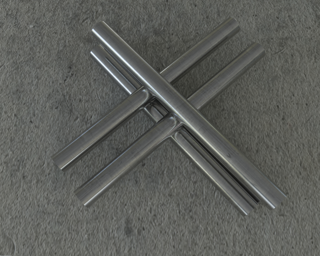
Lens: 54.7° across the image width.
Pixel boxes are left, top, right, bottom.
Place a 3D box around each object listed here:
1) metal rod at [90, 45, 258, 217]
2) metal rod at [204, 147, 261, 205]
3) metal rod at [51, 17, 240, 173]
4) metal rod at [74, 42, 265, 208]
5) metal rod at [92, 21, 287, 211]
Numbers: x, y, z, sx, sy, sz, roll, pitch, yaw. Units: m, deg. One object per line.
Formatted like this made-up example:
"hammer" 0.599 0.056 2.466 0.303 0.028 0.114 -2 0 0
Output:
"metal rod" 0.009 -0.006 0.411 0.025 0.025 0.300 -40 75 -13
"metal rod" 0.030 -0.019 0.417 0.025 0.025 0.300 -40 75 -13
"metal rod" -0.009 -0.051 0.401 0.301 0.025 0.025 -40 75 -14
"metal rod" 0.022 -0.013 0.388 0.301 0.025 0.025 -40 75 -14
"metal rod" 0.023 -0.025 0.365 0.025 0.025 0.300 -41 75 -14
